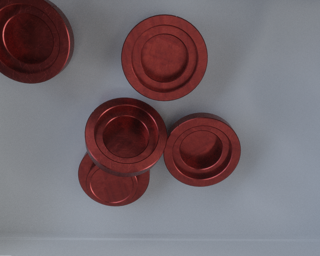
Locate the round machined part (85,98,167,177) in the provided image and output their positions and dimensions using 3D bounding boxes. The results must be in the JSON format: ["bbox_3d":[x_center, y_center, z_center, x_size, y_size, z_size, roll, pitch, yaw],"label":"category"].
[{"bbox_3d":[-0.043,0.014,0.389,0.099,0.042,0.098,5,66,-10],"label":"round machined part"}]

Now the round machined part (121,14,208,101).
[{"bbox_3d":[0.005,-0.085,0.371,0.099,0.042,0.097,0,110,-1],"label":"round machined part"}]

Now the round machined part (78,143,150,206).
[{"bbox_3d":[-0.063,0.068,0.426,0.099,0.042,0.097,0,110,-1],"label":"round machined part"}]

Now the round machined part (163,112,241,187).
[{"bbox_3d":[0.053,0.025,0.412,0.099,0.042,0.097,0,110,-1],"label":"round machined part"}]

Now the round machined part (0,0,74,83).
[{"bbox_3d":[-0.149,-0.104,0.362,0.099,0.042,0.097,0,110,-1],"label":"round machined part"}]
